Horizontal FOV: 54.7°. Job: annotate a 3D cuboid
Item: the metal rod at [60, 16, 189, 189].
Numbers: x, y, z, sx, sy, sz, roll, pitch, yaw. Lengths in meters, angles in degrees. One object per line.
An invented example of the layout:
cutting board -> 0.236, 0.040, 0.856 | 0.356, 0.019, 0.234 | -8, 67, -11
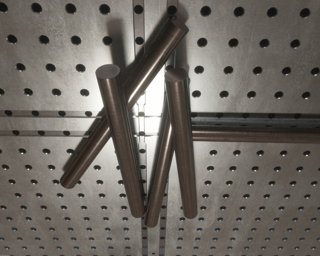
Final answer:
metal rod -> -0.062, -0.012, 0.400 | 0.025, 0.025, 0.298 | 26, 125, -21

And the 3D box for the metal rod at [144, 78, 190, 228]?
metal rod -> 0.003, 0.055, 0.458 | 0.025, 0.025, 0.298 | 6, 130, -5

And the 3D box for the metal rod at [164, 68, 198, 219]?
metal rod -> 0.035, 0.046, 0.429 | 0.025, 0.025, 0.298 | -6, 137, 4

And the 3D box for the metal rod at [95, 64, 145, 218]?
metal rod -> -0.045, 0.043, 0.424 | 0.025, 0.025, 0.298 | -3, 137, 2

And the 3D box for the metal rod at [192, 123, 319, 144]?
metal rod -> 0.192, 0.009, 0.422 | 0.302, 0.025, 0.025 | 1, 130, -2
